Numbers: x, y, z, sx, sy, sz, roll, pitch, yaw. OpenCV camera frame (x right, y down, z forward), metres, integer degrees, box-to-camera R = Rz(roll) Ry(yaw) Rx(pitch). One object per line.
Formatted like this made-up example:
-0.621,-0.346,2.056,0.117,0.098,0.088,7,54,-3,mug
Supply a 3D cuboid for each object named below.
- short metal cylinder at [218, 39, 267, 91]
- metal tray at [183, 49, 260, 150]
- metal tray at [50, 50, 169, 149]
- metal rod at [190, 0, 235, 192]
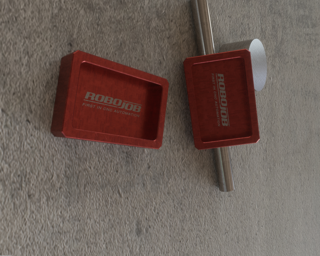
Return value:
0.131,-0.097,0.491,0.081,0.050,0.079,-2,92,-52,short metal cylinder
0.086,-0.039,0.440,0.030,0.090,0.129,-59,141,-81,metal tray
-0.052,-0.027,0.359,0.131,0.030,0.089,11,83,-40,metal tray
0.082,-0.047,0.476,0.025,0.025,0.298,-17,101,-39,metal rod
